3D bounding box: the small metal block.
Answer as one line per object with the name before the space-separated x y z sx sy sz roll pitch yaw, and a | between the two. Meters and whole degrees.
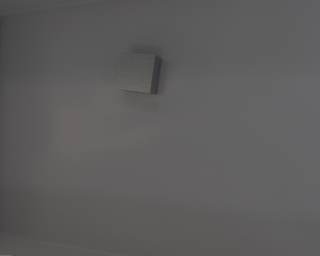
small metal block | -0.028 -0.074 0.421 0.050 0.025 0.050 9 93 19
